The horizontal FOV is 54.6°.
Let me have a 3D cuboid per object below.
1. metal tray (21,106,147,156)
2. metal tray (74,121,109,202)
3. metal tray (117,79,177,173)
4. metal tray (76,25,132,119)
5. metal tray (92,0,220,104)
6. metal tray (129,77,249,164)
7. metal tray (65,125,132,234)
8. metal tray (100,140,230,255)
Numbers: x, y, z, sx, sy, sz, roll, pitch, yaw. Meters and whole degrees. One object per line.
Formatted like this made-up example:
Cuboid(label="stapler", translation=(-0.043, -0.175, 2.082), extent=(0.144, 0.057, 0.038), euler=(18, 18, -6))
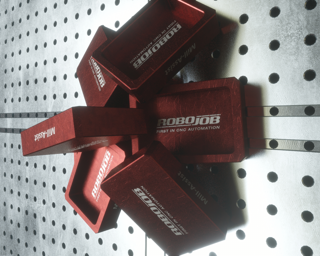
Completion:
Cuboid(label="metal tray", translation=(-0.090, 0.006, 0.358), extent=(0.130, 0.091, 0.030), euler=(-16, 80, 43))
Cuboid(label="metal tray", translation=(-0.096, 0.052, 0.487), extent=(0.090, 0.030, 0.129), euler=(-5, 86, 39))
Cuboid(label="metal tray", translation=(-0.023, 0.000, 0.426), extent=(0.090, 0.030, 0.129), euler=(-6, 84, 38))
Cuboid(label="metal tray", translation=(-0.079, -0.078, 0.451), extent=(0.090, 0.030, 0.130), euler=(-53, 44, 27))
Cuboid(label="metal tray", translation=(-0.006, -0.101, 0.368), extent=(0.130, 0.030, 0.090), euler=(-45, 57, -7))
Cuboid(label="metal tray", translation=(0.031, -0.005, 0.358), extent=(0.130, 0.030, 0.090), euler=(-4, 87, 22))
Cuboid(label="metal tray", translation=(-0.084, 0.068, 0.437), extent=(0.090, 0.030, 0.129), euler=(33, 111, 35))
Cuboid(label="metal tray", translation=(0.005, 0.086, 0.359), extent=(0.090, 0.030, 0.130), euler=(-36, 101, 35))
